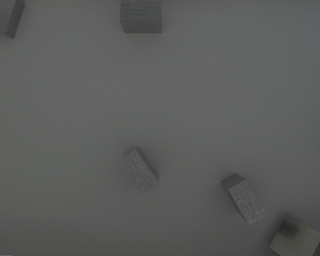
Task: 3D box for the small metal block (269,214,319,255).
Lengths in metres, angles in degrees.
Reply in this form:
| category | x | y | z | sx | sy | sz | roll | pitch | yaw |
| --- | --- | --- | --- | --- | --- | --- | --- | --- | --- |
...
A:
| category | x | y | z | sx | sy | sz | roll | pitch | yaw |
| --- | --- | --- | --- | --- | --- | --- | --- | --- | --- |
| small metal block | 0.179 | 0.147 | 0.397 | 0.025 | 0.050 | 0.050 | 30 | 88 | -38 |

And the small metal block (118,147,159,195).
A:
| category | x | y | z | sx | sy | sz | roll | pitch | yaw |
| --- | --- | --- | --- | --- | --- | --- | --- | --- | --- |
| small metal block | -0.026 | 0.053 | 0.399 | 0.025 | 0.050 | 0.050 | -35 | 90 | 0 |

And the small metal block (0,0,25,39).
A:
| category | x | y | z | sx | sy | sz | roll | pitch | yaw |
| --- | --- | --- | --- | --- | --- | --- | --- | --- | --- |
| small metal block | -0.215 | -0.152 | 0.409 | 0.050 | 0.025 | 0.050 | 18 | 90 | 0 |

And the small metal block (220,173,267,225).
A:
| category | x | y | z | sx | sy | sz | roll | pitch | yaw |
| --- | --- | --- | --- | --- | --- | --- | --- | --- | --- |
| small metal block | 0.106 | 0.090 | 0.400 | 0.025 | 0.050 | 0.050 | -30 | 90 | 0 |

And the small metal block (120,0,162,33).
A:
| category | x | y | z | sx | sy | sz | roll | pitch | yaw |
| --- | --- | --- | --- | --- | --- | --- | --- | --- | --- |
| small metal block | -0.023 | -0.142 | 0.398 | 0.050 | 0.050 | 0.025 | 0 | 90 | 0 |
